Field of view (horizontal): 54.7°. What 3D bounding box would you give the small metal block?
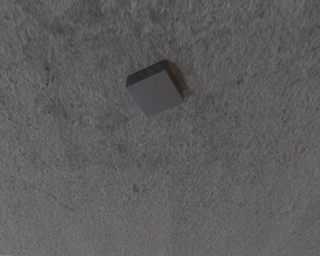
[{"bbox_3d":[-0.005,-0.046,0.368,0.050,0.025,0.050,-22,127,17],"label":"small metal block"}]
